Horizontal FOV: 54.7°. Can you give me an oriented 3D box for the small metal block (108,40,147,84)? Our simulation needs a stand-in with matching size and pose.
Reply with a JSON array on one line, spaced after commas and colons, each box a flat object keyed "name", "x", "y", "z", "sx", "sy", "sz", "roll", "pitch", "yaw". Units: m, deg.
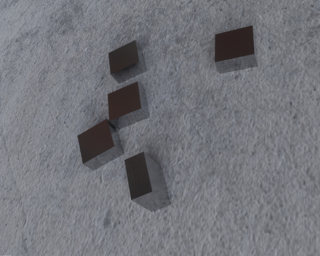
[{"name": "small metal block", "x": -0.052, "y": -0.105, "z": 0.494, "sx": 0.050, "sy": 0.025, "sz": 0.050, "roll": -22, "pitch": 54, "yaw": 14}]

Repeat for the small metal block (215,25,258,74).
[{"name": "small metal block", "x": 0.102, "y": -0.104, "z": 0.414, "sx": 0.050, "sy": 0.025, "sz": 0.050, "roll": -8, "pitch": 58, "yaw": 23}]

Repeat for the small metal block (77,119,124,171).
[{"name": "small metal block", "x": -0.083, "y": 0.023, "z": 0.432, "sx": 0.050, "sy": 0.025, "sz": 0.050, "roll": -29, "pitch": 52, "yaw": 9}]

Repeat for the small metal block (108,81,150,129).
[{"name": "small metal block", "x": -0.046, "y": -0.032, "z": 0.446, "sx": 0.050, "sy": 0.025, "sz": 0.050, "roll": -21, "pitch": 54, "yaw": 15}]

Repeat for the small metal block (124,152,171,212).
[{"name": "small metal block", "x": -0.014, "y": 0.063, "z": 0.355, "sx": 0.025, "sy": 0.050, "sz": 0.050, "roll": -25, "pitch": 53, "yaw": 13}]
